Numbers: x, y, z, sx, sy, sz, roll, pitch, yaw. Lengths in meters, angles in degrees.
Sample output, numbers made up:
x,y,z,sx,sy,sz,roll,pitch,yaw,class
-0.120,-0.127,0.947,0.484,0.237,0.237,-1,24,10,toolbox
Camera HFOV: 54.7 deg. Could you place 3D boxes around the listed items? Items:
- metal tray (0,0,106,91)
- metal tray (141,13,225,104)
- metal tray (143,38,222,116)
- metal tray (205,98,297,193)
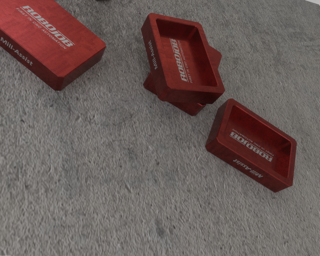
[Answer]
x,y,z,sx,sy,sz,roll,pitch,yaw,class
-0.147,-0.118,0.393,0.130,0.030,0.090,40,51,-1,metal tray
0.031,-0.098,0.436,0.091,0.030,0.130,1,61,-28,metal tray
0.039,-0.091,0.477,0.090,0.030,0.130,30,52,-9,metal tray
0.138,0.025,0.459,0.130,0.030,0.090,32,52,-8,metal tray
